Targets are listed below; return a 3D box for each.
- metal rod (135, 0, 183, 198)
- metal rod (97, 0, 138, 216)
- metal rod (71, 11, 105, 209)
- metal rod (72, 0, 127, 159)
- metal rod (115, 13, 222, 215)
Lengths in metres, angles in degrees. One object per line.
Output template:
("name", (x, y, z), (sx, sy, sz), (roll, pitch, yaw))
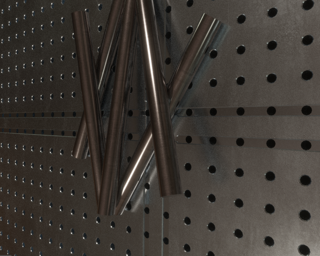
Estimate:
("metal rod", (-0.007, -0.067, 0.384), (0.025, 0.025, 0.299), (-22, 67, 37))
("metal rod", (-0.057, -0.029, 0.435), (0.025, 0.025, 0.298), (6, 88, 39))
("metal rod", (-0.100, -0.020, 0.464), (0.025, 0.025, 0.298), (-3, 96, 39))
("metal rod", (-0.089, -0.090, 0.479), (0.025, 0.025, 0.298), (29, 108, 36))
("metal rod", (-0.003, -0.003, 0.409), (0.025, 0.025, 0.298), (41, 114, 32))
